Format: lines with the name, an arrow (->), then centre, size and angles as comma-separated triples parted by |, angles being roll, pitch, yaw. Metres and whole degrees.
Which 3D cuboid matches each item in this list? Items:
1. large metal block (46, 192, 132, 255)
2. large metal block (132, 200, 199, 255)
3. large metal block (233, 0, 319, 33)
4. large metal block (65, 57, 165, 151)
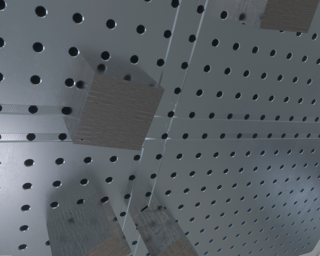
large metal block -> -0.096, 0.147, 0.413 | 0.080, 0.080, 0.050 | -33, 129, -7
large metal block -> 0.010, 0.174, 0.488 | 0.050, 0.080, 0.080 | -36, 129, -4
large metal block -> 0.145, -0.163, 0.373 | 0.081, 0.050, 0.079 | -4, 121, -26
large metal block -> -0.053, -0.025, 0.350 | 0.081, 0.050, 0.080 | 9, 114, -32
